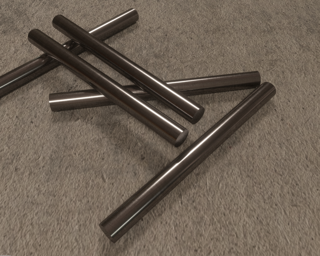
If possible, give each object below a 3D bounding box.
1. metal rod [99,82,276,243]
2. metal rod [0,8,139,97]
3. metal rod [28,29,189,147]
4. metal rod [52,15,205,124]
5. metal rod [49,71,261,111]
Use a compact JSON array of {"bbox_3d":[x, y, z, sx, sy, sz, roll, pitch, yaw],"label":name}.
[{"bbox_3d":[0.052,0.025,0.382,0.025,0.025,0.302,37,59,26],"label":"metal rod"},{"bbox_3d":[-0.151,-0.128,0.508,0.025,0.025,0.302,35,58,25],"label":"metal rod"},{"bbox_3d":[-0.086,-0.066,0.423,0.300,0.025,0.025,35,58,25],"label":"metal rod"},{"bbox_3d":[-0.060,-0.096,0.448,0.300,0.025,0.025,37,59,26],"label":"metal rod"},{"bbox_3d":[-0.002,-0.055,0.448,0.302,0.025,0.025,-7,51,-7],"label":"metal rod"}]
